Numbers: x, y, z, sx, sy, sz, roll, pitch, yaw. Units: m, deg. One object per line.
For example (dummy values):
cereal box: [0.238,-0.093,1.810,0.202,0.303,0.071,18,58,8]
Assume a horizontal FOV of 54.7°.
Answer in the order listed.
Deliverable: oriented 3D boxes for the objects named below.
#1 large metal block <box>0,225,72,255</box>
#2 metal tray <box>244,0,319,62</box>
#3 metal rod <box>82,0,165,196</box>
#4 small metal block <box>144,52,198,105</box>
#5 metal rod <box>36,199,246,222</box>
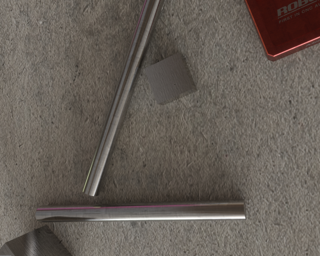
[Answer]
large metal block: [-0.178,0.196,0.441,0.080,0.080,0.050,44,104,14]
metal tray: [0.170,-0.142,0.346,0.130,0.030,0.090,-21,83,18]
metal rod: [-0.050,-0.048,0.425,0.025,0.025,0.298,21,97,18]
small metal block: [0.014,-0.063,0.403,0.050,0.025,0.050,-22,83,18]
metal rod: [-0.039,0.114,0.421,0.301,0.025,0.025,-7,88,19]
